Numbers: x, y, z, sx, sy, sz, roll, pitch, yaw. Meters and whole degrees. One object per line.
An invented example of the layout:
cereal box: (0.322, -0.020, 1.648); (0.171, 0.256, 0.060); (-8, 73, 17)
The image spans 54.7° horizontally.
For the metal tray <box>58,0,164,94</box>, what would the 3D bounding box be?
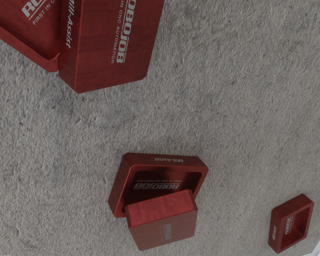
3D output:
metal tray: (-0.042, -0.101, 0.285); (0.091, 0.030, 0.129); (-21, 140, -41)

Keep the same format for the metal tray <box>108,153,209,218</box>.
metal tray: (-0.001, 0.084, 0.454); (0.131, 0.030, 0.089); (6, 115, -31)

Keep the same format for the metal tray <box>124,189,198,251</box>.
metal tray: (0.004, 0.137, 0.447); (0.091, 0.030, 0.129); (-14, 146, -6)

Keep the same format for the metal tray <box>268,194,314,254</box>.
metal tray: (0.293, 0.217, 0.697); (0.091, 0.030, 0.129); (-21, 127, -16)

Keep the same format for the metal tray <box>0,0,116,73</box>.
metal tray: (-0.092, -0.126, 0.274); (0.130, 0.030, 0.090); (-48, 129, 5)
